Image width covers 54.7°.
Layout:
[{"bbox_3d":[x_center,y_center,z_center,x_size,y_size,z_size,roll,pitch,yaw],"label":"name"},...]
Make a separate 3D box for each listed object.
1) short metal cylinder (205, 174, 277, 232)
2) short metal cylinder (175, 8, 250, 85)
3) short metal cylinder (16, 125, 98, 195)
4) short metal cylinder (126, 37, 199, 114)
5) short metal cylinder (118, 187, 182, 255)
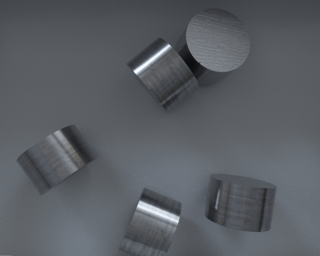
[{"bbox_3d":[0.099,0.090,0.385,0.080,0.080,0.050,8,90,0],"label":"short metal cylinder"},{"bbox_3d":[0.064,-0.100,0.389,0.081,0.050,0.080,2,80,-12],"label":"short metal cylinder"},{"bbox_3d":[-0.125,0.039,0.383,0.080,0.080,0.050,-35,90,0],"label":"short metal cylinder"},{"bbox_3d":[0.003,-0.064,0.384,0.050,0.080,0.080,-40,90,0],"label":"short metal cylinder"},{"bbox_3d":[-0.012,0.121,0.384,0.050,0.080,0.080,23,90,0],"label":"short metal cylinder"}]
